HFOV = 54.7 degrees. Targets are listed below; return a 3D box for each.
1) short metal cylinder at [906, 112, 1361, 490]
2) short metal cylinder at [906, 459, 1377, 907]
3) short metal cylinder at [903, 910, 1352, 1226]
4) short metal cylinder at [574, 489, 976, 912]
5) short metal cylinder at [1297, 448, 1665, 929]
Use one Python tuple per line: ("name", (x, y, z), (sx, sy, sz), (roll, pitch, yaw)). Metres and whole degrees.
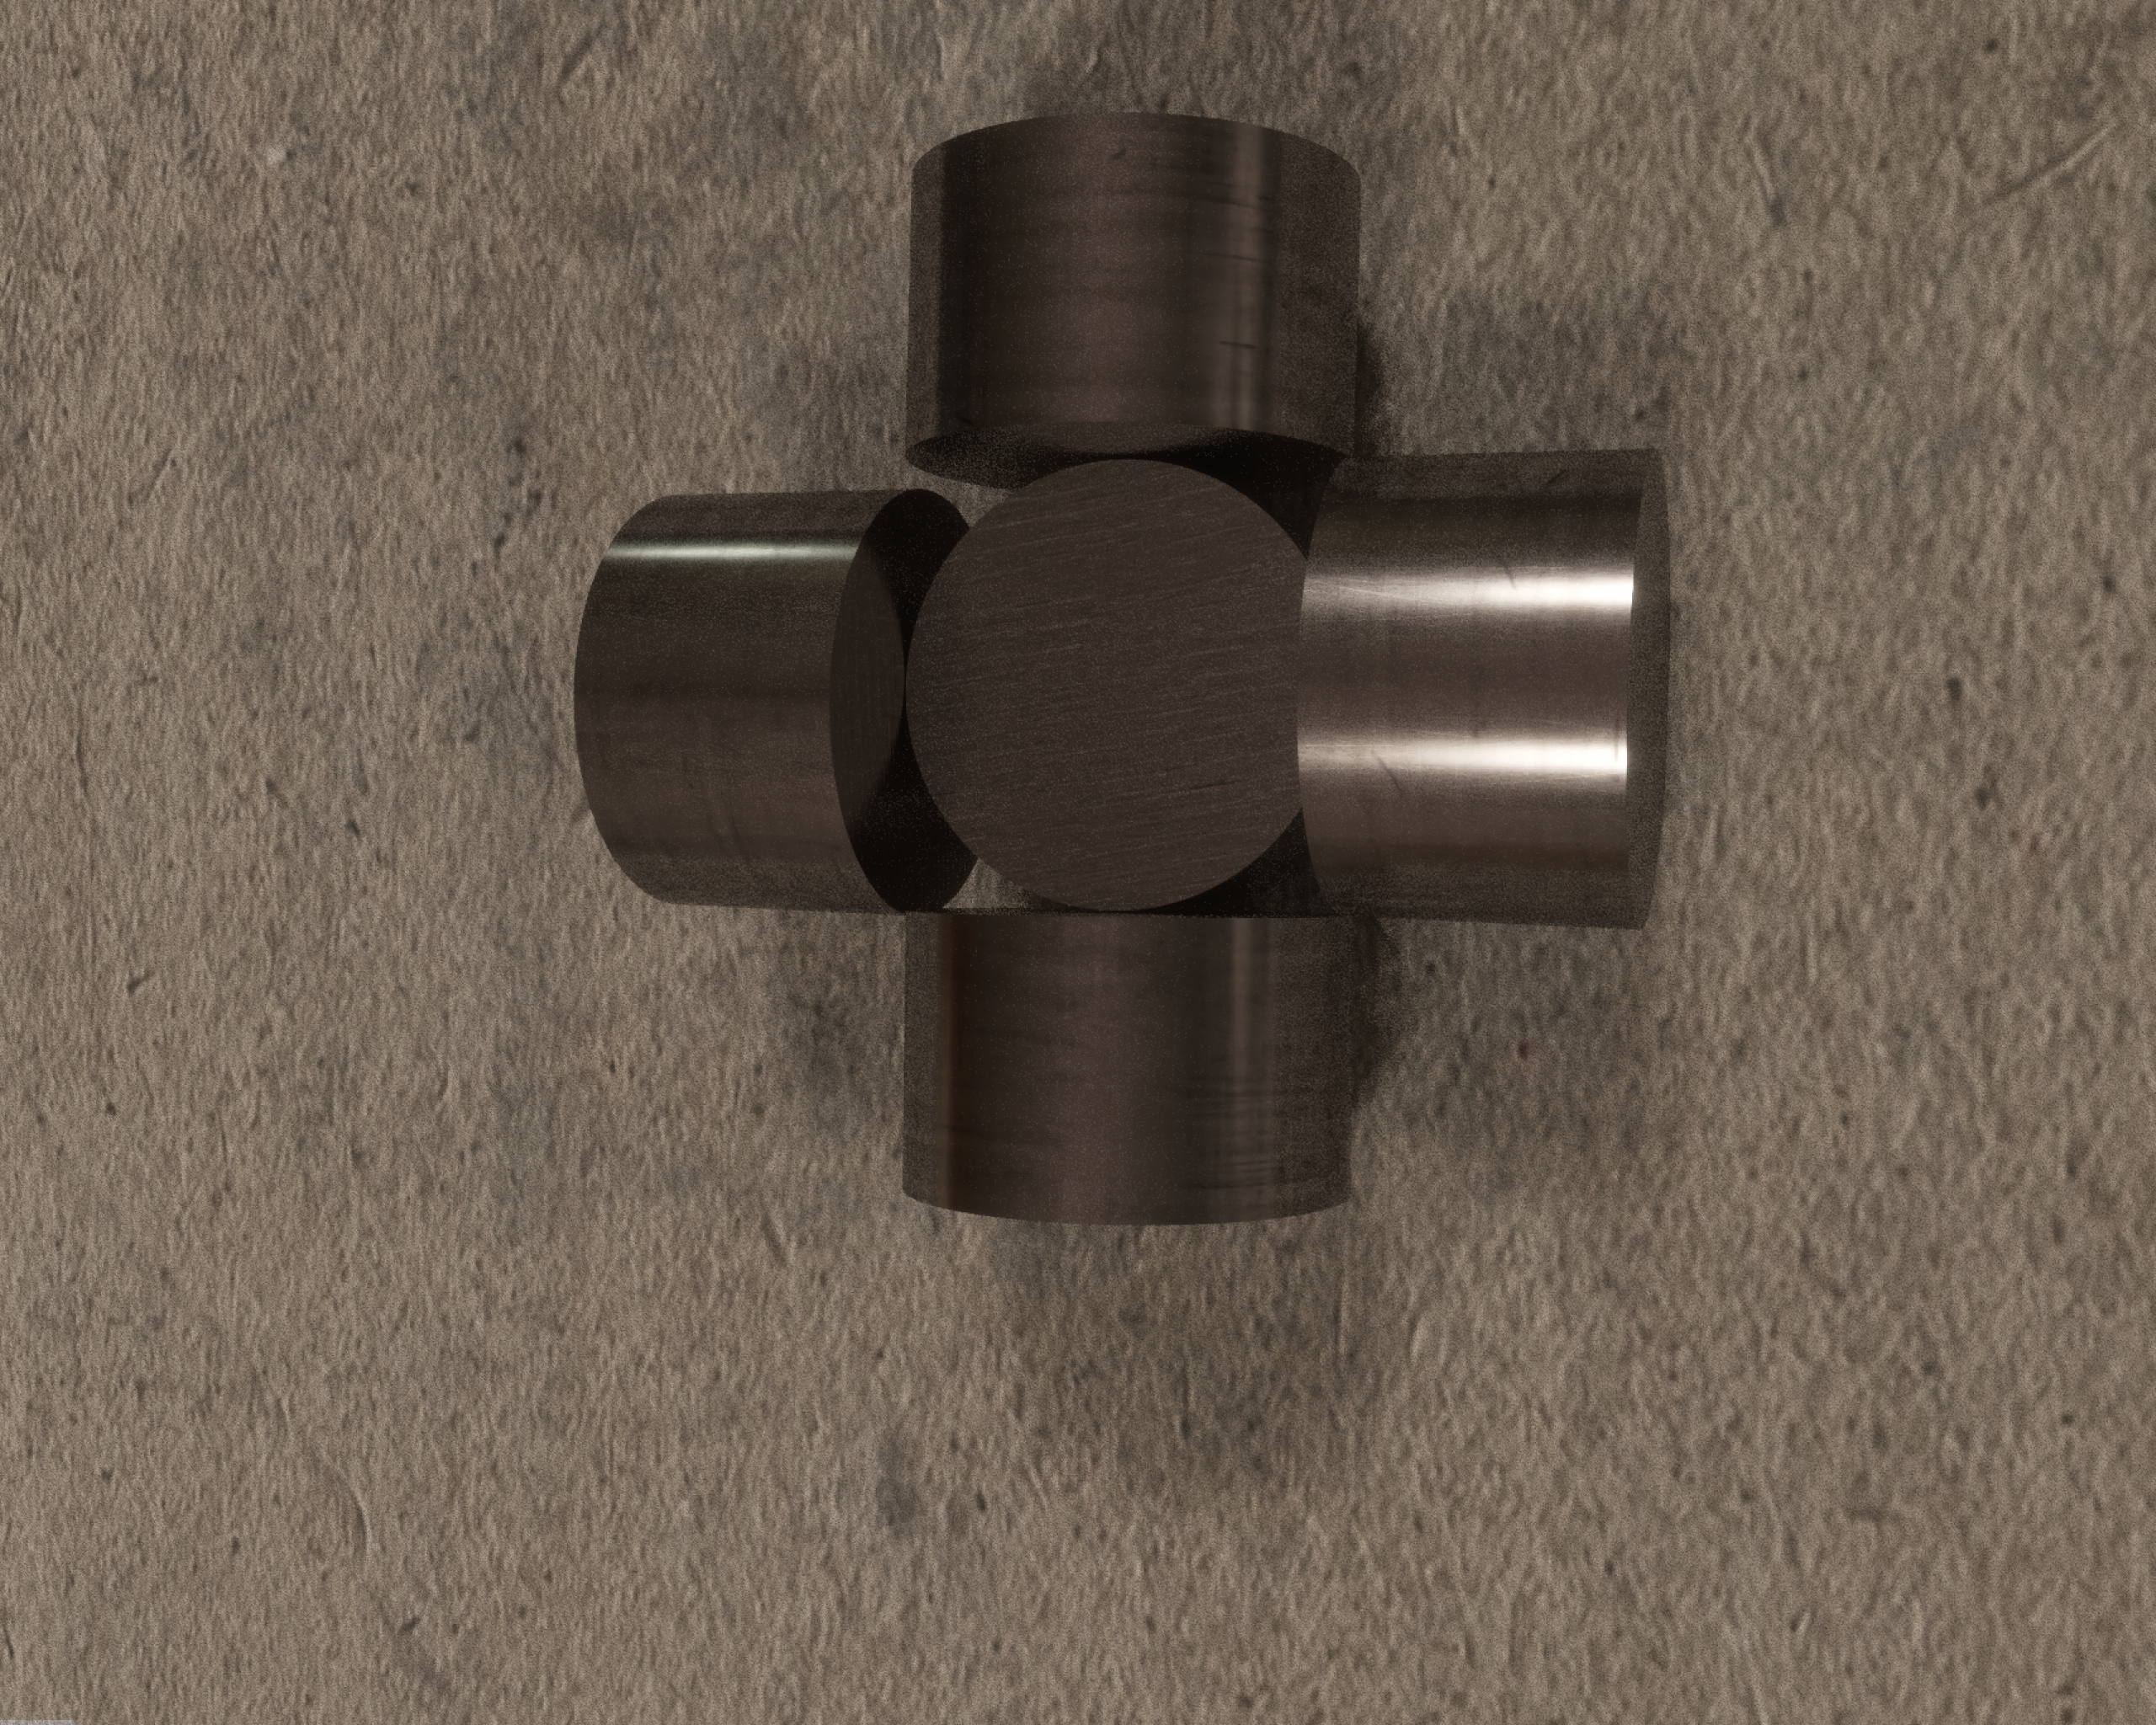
("short metal cylinder", (0.010, -0.097, 0.376), (0.080, 0.080, 0.050), (2, 91, 19))
("short metal cylinder", (0.015, -0.031, 0.391), (0.080, 0.050, 0.079), (0, 90, 19))
("short metal cylinder", (0.009, 0.034, 0.377), (0.080, 0.080, 0.050), (1, 90, 19))
("short metal cylinder", (-0.052, -0.031, 0.399), (0.050, 0.080, 0.079), (2, 91, 20))
("short metal cylinder", (0.072, -0.029, 0.355), (0.050, 0.080, 0.079), (2, 91, 20))
